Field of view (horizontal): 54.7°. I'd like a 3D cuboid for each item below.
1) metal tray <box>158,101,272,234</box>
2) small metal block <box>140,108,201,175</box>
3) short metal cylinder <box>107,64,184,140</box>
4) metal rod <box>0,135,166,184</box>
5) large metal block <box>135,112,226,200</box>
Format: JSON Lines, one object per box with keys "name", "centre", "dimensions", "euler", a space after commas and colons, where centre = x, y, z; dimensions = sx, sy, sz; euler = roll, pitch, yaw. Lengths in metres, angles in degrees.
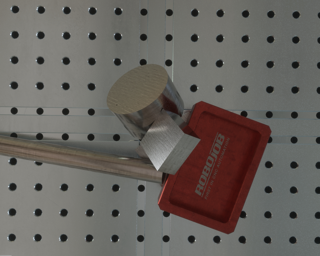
{"name": "metal tray", "centre": [0.061, 0.044, 0.359], "dimensions": [0.090, 0.030, 0.129], "euler": [21, 90, 0]}
{"name": "small metal block", "centre": [0.010, 0.015, 0.341], "dimensions": [0.025, 0.050, 0.050], "euler": [21, 111, -39]}
{"name": "short metal cylinder", "centre": [-0.017, -0.032, 0.379], "dimensions": [0.080, 0.080, 0.050], "euler": [-35, 133, 0]}
{"name": "metal rod", "centre": [-0.142, 0.031, 0.382], "dimensions": [0.301, 0.025, 0.025], "euler": [8, 90, 11]}
{"name": "large metal block", "centre": [0.025, 0.035, 0.400], "dimensions": [0.080, 0.050, 0.080], "euler": [-35, 90, 0]}
